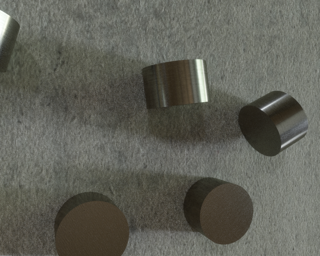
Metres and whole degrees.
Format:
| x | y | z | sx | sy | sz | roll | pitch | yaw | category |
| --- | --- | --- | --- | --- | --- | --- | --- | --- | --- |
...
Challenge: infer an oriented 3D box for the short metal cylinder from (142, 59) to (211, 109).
| x | y | z | sx | sy | sz | roll | pitch | yaw | category |
| --- | --- | --- | --- | --- | --- | --- | --- | --- | --- |
| 0.021 | -0.053 | 0.388 | 0.081 | 0.080 | 0.050 | -8 | 93 | -20 | short metal cylinder |

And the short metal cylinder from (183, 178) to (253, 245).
| x | y | z | sx | sy | sz | roll | pitch | yaw | category |
| --- | --- | --- | --- | --- | --- | --- | --- | --- | --- |
| 0.079 | 0.112 | 0.427 | 0.081 | 0.050 | 0.079 | 0 | 90 | -21 | short metal cylinder |

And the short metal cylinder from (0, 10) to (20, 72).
| x | y | z | sx | sy | sz | roll | pitch | yaw | category |
| --- | --- | --- | --- | --- | --- | --- | --- | --- | --- |
| -0.190 | -0.094 | 0.309 | 0.081 | 0.080 | 0.050 | 16 | 85 | -20 | short metal cylinder |

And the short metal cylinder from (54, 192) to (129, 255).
| x | y | z | sx | sy | sz | roll | pitch | yaw | category |
| --- | --- | --- | --- | --- | --- | --- | --- | --- | --- |
| -0.082 | 0.120 | 0.366 | 0.081 | 0.050 | 0.079 | 0 | 90 | -21 | short metal cylinder |

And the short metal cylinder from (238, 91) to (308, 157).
| x | y | z | sx | sy | sz | roll | pitch | yaw | category |
| --- | --- | --- | --- | --- | --- | --- | --- | --- | --- |
| 0.159 | -0.006 | 0.440 | 0.050 | 0.080 | 0.080 | -28 | 100 | -18 | short metal cylinder |
